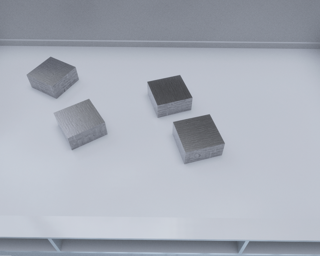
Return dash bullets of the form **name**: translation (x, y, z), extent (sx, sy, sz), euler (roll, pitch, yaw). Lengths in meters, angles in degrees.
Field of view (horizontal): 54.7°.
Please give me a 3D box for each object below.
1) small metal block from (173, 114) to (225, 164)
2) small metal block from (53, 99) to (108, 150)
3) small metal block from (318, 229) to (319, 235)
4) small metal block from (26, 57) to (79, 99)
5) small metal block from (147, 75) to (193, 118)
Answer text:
- **small metal block**: translation (0.048, 0.013, 0.394), extent (0.050, 0.025, 0.050), euler (-12, 51, -10)
- **small metal block**: translation (-0.105, -0.006, 0.409), extent (0.050, 0.025, 0.050), euler (-25, 55, -20)
- **small metal block**: translation (0.187, 0.106, 0.288), extent (0.050, 0.050, 0.025), euler (30, 42, -30)
- **small metal block**: translation (-0.161, -0.077, 0.468), extent (0.050, 0.025, 0.050), euler (24, 54, 19)
- **small metal block**: translation (0.013, -0.046, 0.444), extent (0.050, 0.025, 0.050), euler (-14, 51, -11)
